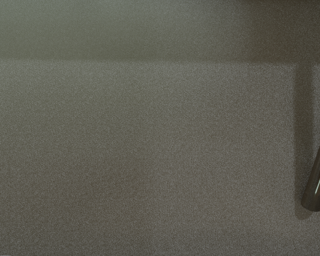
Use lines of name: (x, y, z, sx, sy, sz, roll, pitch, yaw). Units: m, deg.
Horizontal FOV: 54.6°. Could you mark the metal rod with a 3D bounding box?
metal rod: (0.218, -0.033, 0.359, 0.025, 0.025, 0.298, 7, 112, 0)
